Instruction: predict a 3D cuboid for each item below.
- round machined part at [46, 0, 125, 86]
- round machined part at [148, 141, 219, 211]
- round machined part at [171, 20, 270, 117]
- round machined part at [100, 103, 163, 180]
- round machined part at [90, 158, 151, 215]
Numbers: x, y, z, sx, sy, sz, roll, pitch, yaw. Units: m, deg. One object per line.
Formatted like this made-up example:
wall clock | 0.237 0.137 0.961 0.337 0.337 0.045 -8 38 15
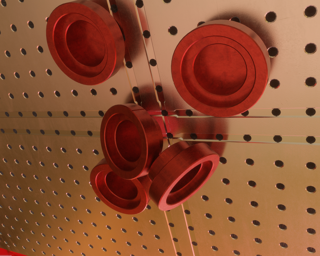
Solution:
round machined part | -0.085 -0.105 0.379 0.098 0.042 0.097 13 124 20
round machined part | 0.025 0.055 0.390 0.042 0.099 0.097 46 134 28
round machined part | 0.065 -0.064 0.326 0.098 0.042 0.097 13 124 20
round machined part | -0.034 0.016 0.410 0.098 0.042 0.097 11 106 44
round machined part | -0.054 0.082 0.477 0.098 0.042 0.097 13 126 20
